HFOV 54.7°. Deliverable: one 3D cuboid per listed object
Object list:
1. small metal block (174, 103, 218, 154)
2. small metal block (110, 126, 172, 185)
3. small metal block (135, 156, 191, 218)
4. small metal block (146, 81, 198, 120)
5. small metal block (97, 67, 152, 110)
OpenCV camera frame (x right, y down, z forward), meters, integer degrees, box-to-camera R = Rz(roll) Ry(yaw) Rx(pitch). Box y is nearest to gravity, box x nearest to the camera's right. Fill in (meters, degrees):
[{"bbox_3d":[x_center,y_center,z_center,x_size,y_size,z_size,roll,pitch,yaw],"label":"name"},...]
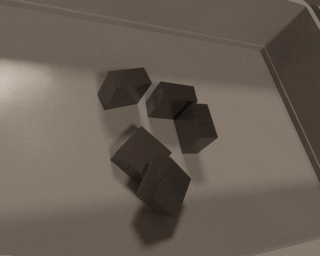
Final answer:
[{"bbox_3d":[0.047,0.002,0.416,0.025,0.050,0.050,1,61,-28],"label":"small metal block"},{"bbox_3d":[-0.022,0.034,0.374,0.050,0.025,0.050,41,51,0],"label":"small metal block"},{"bbox_3d":[0.005,0.066,0.349,0.050,0.025,0.050,49,54,-39],"label":"small metal block"},{"bbox_3d":[0.015,-0.035,0.421,0.050,0.050,0.025,4,60,-26],"label":"small metal block"},{"bbox_3d":[-0.046,-0.050,0.397,0.050,0.050,0.025,-14,70,-34],"label":"small metal block"}]
